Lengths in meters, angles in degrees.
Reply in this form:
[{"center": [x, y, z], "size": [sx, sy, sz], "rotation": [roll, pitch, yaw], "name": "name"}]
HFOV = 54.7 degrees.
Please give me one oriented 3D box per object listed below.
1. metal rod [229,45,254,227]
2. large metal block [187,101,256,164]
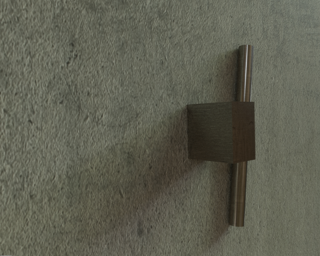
[{"center": [0.136, 0.011, 0.518], "size": [0.025, 0.025, 0.298], "rotation": [7, 86, -40], "name": "metal rod"}, {"center": [0.086, 0.005, 0.441], "size": [0.050, 0.080, 0.079], "rotation": [-3, 92, -40], "name": "large metal block"}]
